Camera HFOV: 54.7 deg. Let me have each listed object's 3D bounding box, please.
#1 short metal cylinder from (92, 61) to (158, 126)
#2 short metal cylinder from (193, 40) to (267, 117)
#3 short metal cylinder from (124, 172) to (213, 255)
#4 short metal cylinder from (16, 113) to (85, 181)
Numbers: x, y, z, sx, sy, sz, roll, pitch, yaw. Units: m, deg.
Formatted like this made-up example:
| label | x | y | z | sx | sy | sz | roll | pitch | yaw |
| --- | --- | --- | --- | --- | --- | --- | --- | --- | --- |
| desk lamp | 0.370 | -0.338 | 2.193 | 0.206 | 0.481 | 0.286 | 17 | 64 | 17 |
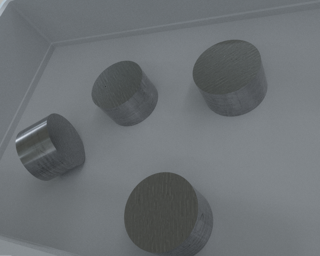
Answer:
| label | x | y | z | sx | sy | sz | roll | pitch | yaw |
| --- | --- | --- | --- | --- | --- | --- | --- | --- | --- |
| short metal cylinder | -0.050 | -0.049 | 0.444 | 0.080 | 0.050 | 0.080 | -13 | 56 | 20 |
| short metal cylinder | 0.087 | -0.061 | 0.381 | 0.080 | 0.050 | 0.080 | -13 | 56 | 20 |
| short metal cylinder | 0.010 | 0.093 | 0.326 | 0.080 | 0.050 | 0.080 | -13 | 56 | 20 |
| short metal cylinder | -0.150 | 0.026 | 0.431 | 0.050 | 0.080 | 0.080 | -28 | 53 | 11 |
